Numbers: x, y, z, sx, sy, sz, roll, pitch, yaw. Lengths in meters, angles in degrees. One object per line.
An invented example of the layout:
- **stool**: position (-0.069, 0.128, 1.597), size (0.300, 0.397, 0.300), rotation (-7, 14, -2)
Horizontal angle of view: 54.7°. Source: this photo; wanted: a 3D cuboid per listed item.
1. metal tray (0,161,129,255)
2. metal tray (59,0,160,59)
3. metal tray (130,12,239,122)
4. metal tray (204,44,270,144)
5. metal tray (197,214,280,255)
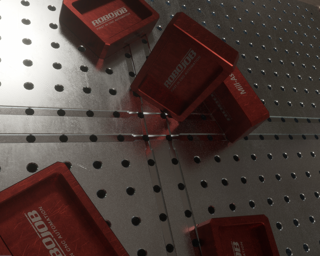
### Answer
- **metal tray**: position (-0.097, 0.107, 0.288), size (0.091, 0.030, 0.130), rotation (-31, 79, -38)
- **metal tray**: position (-0.072, -0.169, 0.470), size (0.090, 0.030, 0.131), rotation (44, 51, 2)
- **metal tray**: position (0.026, -0.071, 0.400), size (0.090, 0.129, 0.030), rotation (33, 51, -7)
- **metal tray**: position (0.093, -0.049, 0.445), size (0.030, 0.090, 0.130), rotation (-28, 76, -13)
- **metal tray**: position (0.100, 0.170, 0.356), size (0.091, 0.030, 0.130), rotation (5, 60, -26)
